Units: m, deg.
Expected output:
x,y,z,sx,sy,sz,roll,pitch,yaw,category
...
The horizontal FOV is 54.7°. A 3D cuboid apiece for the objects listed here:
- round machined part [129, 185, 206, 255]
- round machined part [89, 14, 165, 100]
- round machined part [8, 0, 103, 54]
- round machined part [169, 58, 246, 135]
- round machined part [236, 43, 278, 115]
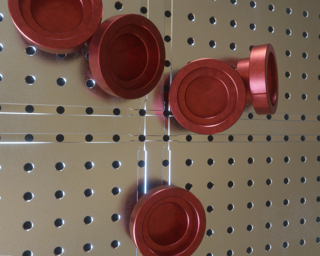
x,y,z,sx,sy,sz,roll,pitch,yaw,category
0.007,0.123,0.408,0.099,0.042,0.097,0,90,-21,round machined part
-0.043,-0.086,0.375,0.099,0.042,0.097,-15,113,-40,round machined part
-0.118,-0.133,0.357,0.099,0.042,0.097,1,88,-15,round machined part
0.062,-0.042,0.415,0.099,0.042,0.097,0,94,3,round machined part
0.137,-0.067,0.439,0.098,0.042,0.097,5,85,-60,round machined part
